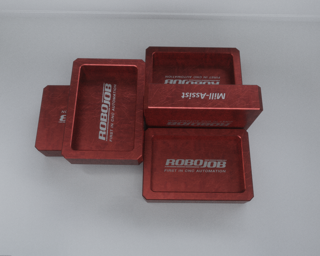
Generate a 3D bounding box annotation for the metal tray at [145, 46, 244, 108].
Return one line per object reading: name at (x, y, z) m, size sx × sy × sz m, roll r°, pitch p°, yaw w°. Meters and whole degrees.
metal tray at (0.045, -0.066, 0.430) m, size 0.131 × 0.030 × 0.090 m, roll 1°, pitch 70°, yaw 0°

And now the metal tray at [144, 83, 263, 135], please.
metal tray at (0.048, -0.020, 0.380) m, size 0.131 × 0.090 × 0.030 m, roll 1°, pitch 70°, yaw 0°

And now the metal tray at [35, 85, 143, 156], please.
metal tray at (-0.088, -0.009, 0.406) m, size 0.131 × 0.030 × 0.090 m, roll 0°, pitch 70°, yaw -1°

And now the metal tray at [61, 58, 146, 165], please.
metal tray at (-0.064, -0.022, 0.380) m, size 0.091 × 0.030 × 0.130 m, roll 1°, pitch 70°, yaw 0°

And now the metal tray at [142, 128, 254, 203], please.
metal tray at (0.045, 0.047, 0.388) m, size 0.131 × 0.030 × 0.090 m, roll 1°, pitch 70°, yaw 0°
